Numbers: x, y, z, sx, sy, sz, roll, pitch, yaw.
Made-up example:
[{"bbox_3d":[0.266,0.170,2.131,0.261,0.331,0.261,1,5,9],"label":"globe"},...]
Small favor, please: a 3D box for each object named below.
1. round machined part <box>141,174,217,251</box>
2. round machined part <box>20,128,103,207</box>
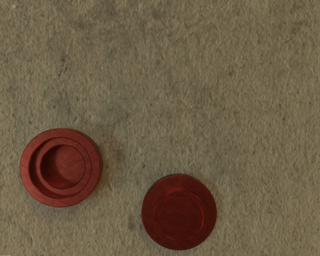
[{"bbox_3d":[0.025,0.111,0.402,0.099,0.042,0.097,0,90,-1],"label":"round machined part"},{"bbox_3d":[-0.123,0.049,0.400,0.099,0.042,0.097,0,90,-1],"label":"round machined part"}]
